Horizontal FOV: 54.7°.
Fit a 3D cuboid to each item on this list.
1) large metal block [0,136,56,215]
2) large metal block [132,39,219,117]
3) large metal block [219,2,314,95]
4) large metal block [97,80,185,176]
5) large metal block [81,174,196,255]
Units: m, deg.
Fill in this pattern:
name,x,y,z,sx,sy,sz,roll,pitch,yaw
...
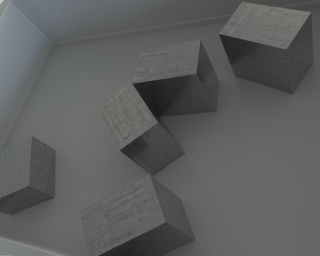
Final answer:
name,x,y,z,sx,sy,sz,roll,pitch,yaw
large metal block,-0.202,0.070,0.450,0.080,0.050,0.080,-23,53,14
large metal block,0.024,-0.059,0.393,0.080,0.080,0.050,-5,60,25
large metal block,0.126,-0.092,0.361,0.080,0.080,0.050,28,77,37
large metal block,-0.023,0.002,0.380,0.050,0.080,0.080,-36,51,4
large metal block,-0.020,0.100,0.318,0.080,0.080,0.050,-29,52,9
